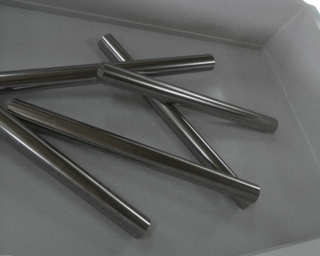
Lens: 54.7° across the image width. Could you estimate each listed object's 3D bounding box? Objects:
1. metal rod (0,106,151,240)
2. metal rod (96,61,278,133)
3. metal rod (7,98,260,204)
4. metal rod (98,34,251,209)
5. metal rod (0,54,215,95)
[{"bbox_3d":[-0.134,0.015,0.315,0.300,0.025,0.025,39,51,-6],"label":"metal rod"},{"bbox_3d":[0.058,-0.035,0.435,0.302,0.025,0.025,13,56,-30],"label":"metal rod"},{"bbox_3d":[-0.021,0.031,0.360,0.302,0.025,0.025,20,54,-11],"label":"metal rod"},{"bbox_3d":[0.020,-0.013,0.425,0.300,0.025,0.025,49,51,6],"label":"metal rod"},{"bbox_3d":[-0.062,-0.070,0.391,0.303,0.025,0.025,-11,67,-25],"label":"metal rod"}]
